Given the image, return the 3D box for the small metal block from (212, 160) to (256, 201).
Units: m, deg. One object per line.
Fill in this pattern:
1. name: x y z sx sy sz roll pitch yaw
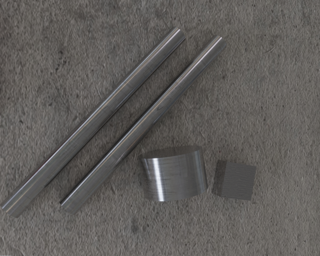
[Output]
1. small metal block: 0.107 0.075 0.449 0.050 0.025 0.050 11 86 -20

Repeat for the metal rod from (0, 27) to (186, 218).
1. metal rod: -0.072 -0.017 0.382 0.025 0.025 0.300 45 76 -15

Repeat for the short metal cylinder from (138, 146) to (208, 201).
1. short metal cylinder: 0.016 0.054 0.386 0.081 0.080 0.050 -10 94 -20

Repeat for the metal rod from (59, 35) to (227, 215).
1. metal rod: -0.013 -0.013 0.404 0.025 0.025 0.301 46 76 -15
